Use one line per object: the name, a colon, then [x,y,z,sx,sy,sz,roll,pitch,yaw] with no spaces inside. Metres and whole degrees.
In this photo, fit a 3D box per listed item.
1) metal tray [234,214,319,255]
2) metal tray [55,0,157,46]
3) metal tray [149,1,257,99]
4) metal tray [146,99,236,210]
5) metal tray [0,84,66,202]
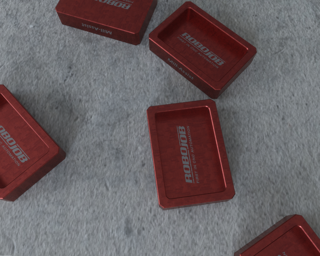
metal tray: [0.157,0.175,0.343,0.090,0.030,0.130,-31,73,-11]
metal tray: [-0.079,-0.187,0.473,0.131,0.030,0.090,18,71,6]
metal tray: [0.059,-0.114,0.447,0.130,0.030,0.090,41,75,13]
metal tray: [0.035,0.032,0.394,0.091,0.030,0.129,-7,70,-3]
metal tray: [-0.198,0.017,0.396,0.090,0.030,0.130,-42,76,-14]
